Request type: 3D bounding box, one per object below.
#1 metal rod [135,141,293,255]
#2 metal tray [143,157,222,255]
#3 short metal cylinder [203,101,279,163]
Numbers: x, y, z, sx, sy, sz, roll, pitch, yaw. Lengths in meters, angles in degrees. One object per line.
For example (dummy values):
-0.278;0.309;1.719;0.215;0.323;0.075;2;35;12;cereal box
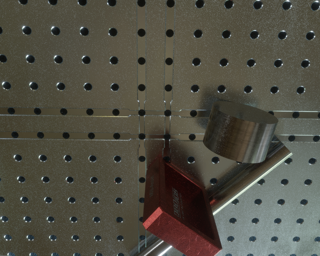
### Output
0.066;0.125;0.460;0.299;0.025;0.025;-42;105;13;metal rod
0.025;0.098;0.394;0.090;0.130;0.030;37;106;-13;metal tray
0.099;0.003;0.387;0.081;0.080;0.050;10;110;-4;short metal cylinder
